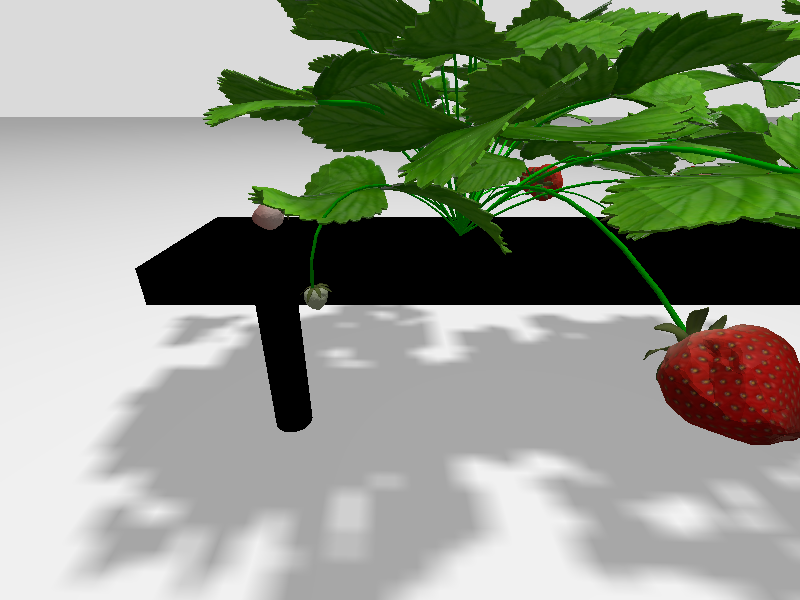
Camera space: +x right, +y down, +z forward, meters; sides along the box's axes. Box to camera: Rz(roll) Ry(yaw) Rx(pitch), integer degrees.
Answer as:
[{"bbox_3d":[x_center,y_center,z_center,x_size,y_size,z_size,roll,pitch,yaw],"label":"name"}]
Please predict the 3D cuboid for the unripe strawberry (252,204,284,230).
[{"bbox_3d":[-0.122,-0.079,0.372,0.030,0.026,0.030,-12,24,12],"label":"unripe strawberry"}]

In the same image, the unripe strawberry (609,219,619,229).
[{"bbox_3d":[0.210,-0.079,0.372,0.026,0.027,0.024,-1,26,-7],"label":"unripe strawberry"}]

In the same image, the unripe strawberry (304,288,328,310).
[{"bbox_3d":[-0.048,-0.001,0.229,0.012,0.013,0.014,17,31,31],"label":"unripe strawberry"}]

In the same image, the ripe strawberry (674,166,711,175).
[{"bbox_3d":[0.377,-0.157,0.520,0.040,0.034,0.040,-17,30,-31],"label":"ripe strawberry"}]

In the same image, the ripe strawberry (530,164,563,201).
[{"bbox_3d":[0.178,-0.142,0.481,0.038,0.043,0.041,21,32,35],"label":"ripe strawberry"}]

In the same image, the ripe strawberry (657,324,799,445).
[{"bbox_3d":[0.115,0.030,0.137,0.044,0.039,0.040,-6,40,-13],"label":"ripe strawberry"}]

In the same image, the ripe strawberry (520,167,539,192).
[{"bbox_3d":[0.175,-0.155,0.520,0.037,0.033,0.034,16,20,29],"label":"ripe strawberry"}]
